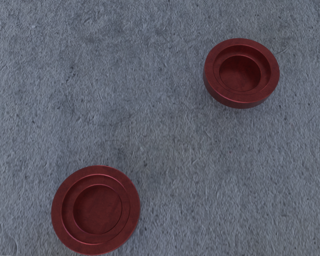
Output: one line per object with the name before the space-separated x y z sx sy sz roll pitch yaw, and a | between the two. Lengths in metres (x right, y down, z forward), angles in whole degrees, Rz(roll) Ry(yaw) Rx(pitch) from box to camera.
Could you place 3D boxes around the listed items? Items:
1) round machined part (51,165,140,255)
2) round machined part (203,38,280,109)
round machined part | -0.071 0.096 0.363 0.099 0.042 0.098 0 70 0
round machined part | 0.108 -0.071 0.425 0.099 0.042 0.098 0 70 0
